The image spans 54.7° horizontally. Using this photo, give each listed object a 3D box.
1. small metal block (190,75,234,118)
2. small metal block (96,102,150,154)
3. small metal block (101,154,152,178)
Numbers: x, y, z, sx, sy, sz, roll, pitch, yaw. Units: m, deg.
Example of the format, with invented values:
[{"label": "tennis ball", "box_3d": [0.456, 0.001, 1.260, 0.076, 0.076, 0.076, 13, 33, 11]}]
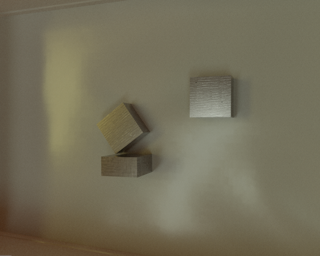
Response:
[{"label": "small metal block", "box_3d": [0.065, -0.038, 0.387, 0.050, 0.025, 0.050, 0, 90, 20]}, {"label": "small metal block", "box_3d": [-0.051, 0.000, 0.428, 0.050, 0.025, 0.050, -38, 78, 16]}, {"label": "small metal block", "box_3d": [-0.043, 0.049, 0.412, 0.050, 0.050, 0.025, -1, 90, 20]}]
